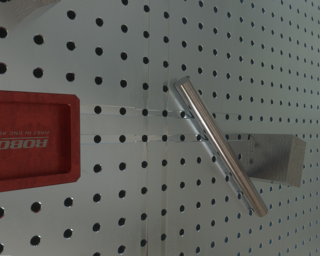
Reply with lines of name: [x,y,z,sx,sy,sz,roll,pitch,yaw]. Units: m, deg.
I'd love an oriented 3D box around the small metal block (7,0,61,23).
small metal block: [-0.125,-0.133,0.289,0.025,0.050,0.050,-37,113,-34]

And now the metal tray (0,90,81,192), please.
metal tray: [-0.141,0.011,0.288,0.131,0.030,0.089,-1,91,-40]

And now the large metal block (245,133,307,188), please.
large metal block: [0.202,0.056,0.546,0.050,0.080,0.080,22,76,-38]

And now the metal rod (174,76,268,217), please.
metal rod: [0.109,0.044,0.503,0.025,0.025,0.299,-51,120,-28]
